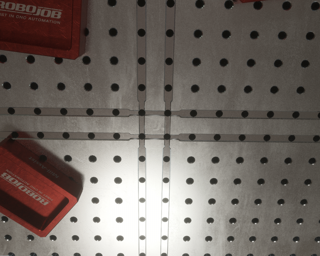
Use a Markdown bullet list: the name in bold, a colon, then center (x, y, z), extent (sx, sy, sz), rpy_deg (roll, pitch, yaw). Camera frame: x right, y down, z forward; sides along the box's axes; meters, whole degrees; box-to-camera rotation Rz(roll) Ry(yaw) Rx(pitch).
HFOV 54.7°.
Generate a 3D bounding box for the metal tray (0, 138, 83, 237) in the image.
- **metal tray**: center (-0.190, 0.087, 0.439), extent (0.130, 0.030, 0.090), rpy_deg (39, 105, -14)

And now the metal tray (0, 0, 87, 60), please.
- **metal tray**: center (-0.154, -0.134, 0.359), extent (0.131, 0.030, 0.089), rpy_deg (7, 110, -3)

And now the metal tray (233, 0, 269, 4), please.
- **metal tray**: center (0.124, -0.209, 0.335), extent (0.091, 0.030, 0.129), rpy_deg (-6, 110, 2)
